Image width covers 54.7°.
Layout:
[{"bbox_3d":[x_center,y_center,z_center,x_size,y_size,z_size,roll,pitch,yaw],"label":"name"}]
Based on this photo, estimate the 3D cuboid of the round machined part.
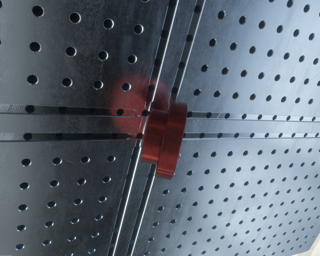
[{"bbox_3d":[0.003,0.013,0.387,0.042,0.098,0.097,13,116,1],"label":"round machined part"}]
